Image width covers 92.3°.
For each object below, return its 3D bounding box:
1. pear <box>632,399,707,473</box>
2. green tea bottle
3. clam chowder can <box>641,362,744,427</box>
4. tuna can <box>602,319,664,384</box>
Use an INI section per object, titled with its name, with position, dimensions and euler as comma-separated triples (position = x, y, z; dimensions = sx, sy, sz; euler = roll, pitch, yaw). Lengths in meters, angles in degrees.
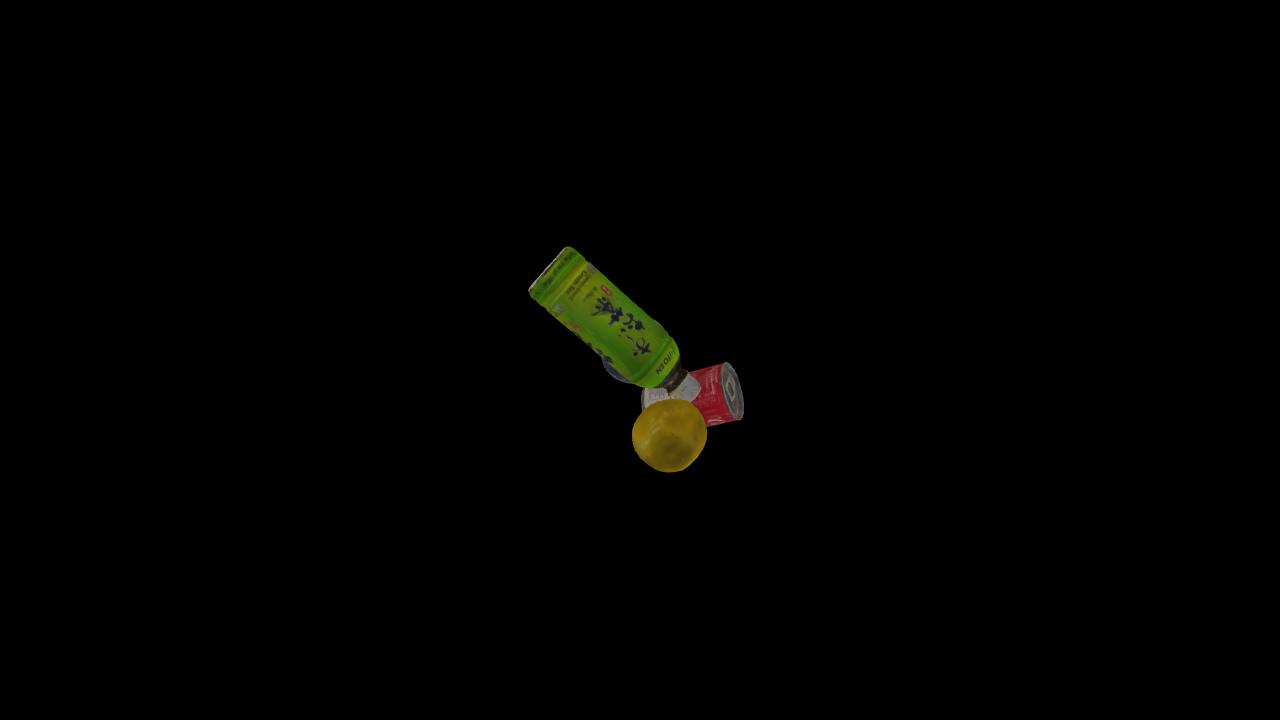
[pear]
position = 0.031, 0.070, 0.661
dimensions = 0.080, 0.080, 0.111
euler = 0, 18, 1
[green tea bottle]
position = -0.019, -0.029, 0.662
dimensions = 0.212, 0.073, 0.073
euler = 39, -9, -11
[clam chowder can]
position = 0.060, 0.047, 0.709
dimensions = 0.102, 0.068, 0.068
euler = -15, -6, 24
[tuna can]
position = -0.006, -0.015, 0.762
dimensions = 0.084, 0.084, 0.034
euler = 0, -25, -7
